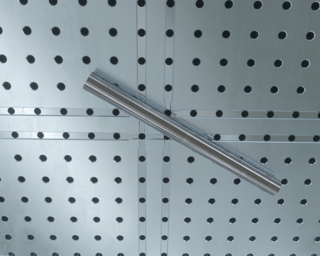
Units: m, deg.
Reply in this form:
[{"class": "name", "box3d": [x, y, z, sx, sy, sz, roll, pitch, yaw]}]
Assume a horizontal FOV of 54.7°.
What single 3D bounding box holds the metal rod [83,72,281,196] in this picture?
[{"class": "metal rod", "box3d": [0.037, 0.013, 0.418, 0.301, 0.025, 0.025, 30, 107, -11]}]
